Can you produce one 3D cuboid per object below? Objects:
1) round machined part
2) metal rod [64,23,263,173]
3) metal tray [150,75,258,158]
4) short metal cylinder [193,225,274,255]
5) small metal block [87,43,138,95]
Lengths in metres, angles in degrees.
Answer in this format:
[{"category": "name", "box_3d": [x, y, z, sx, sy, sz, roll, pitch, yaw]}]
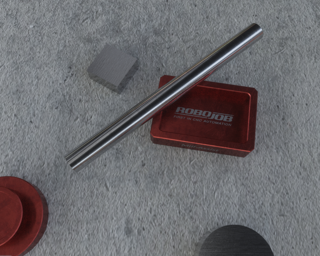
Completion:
[{"category": "round machined part", "box_3d": [-0.186, 0.104, 0.359, 0.099, 0.042, 0.098, 0, 70, -1]}, {"category": "metal rod", "box_3d": [0.014, -0.045, 0.392, 0.301, 0.025, 0.025, -37, 74, -13]}, {"category": "metal tray", "box_3d": [0.059, -0.016, 0.412, 0.131, 0.030, 0.090, 9, 70, 3]}, {"category": "short metal cylinder", "box_3d": [0.079, 0.149, 0.341, 0.081, 0.050, 0.080, 0, 70, 0]}, {"category": "small metal block", "box_3d": [-0.066, -0.083, 0.438, 0.050, 0.025, 0.050, 29, 72, 9]}]
